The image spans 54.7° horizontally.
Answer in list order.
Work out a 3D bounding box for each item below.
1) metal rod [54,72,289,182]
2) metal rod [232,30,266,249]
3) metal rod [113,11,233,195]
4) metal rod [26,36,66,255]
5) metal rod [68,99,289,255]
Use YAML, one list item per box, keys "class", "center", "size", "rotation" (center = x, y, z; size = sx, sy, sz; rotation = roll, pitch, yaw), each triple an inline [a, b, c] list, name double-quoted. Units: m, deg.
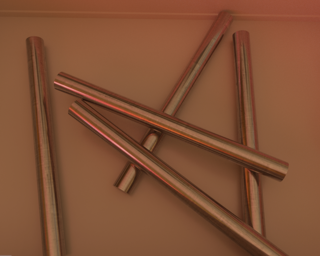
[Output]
- class: "metal rod"
  center: [0.007, -0.005, 0.383]
  size: [0.301, 0.025, 0.025]
  rotation: [22, 72, 7]
- class: "metal rod"
  center: [0.116, 0.002, 0.410]
  size: [0.025, 0.025, 0.299]
  rotation: [2, 70, 0]
- class: "metal rod"
  center: [0.026, -0.046, 0.426]
  size: [0.025, 0.025, 0.300]
  rotation: [28, 72, 9]
- class: "metal rod"
  center: [-0.152, 0.011, 0.403]
  size: [0.025, 0.025, 0.299]
  rotation: [-11, 70, -5]
- class: "metal rod"
  center: [0.013, 0.060, 0.360]
  size: [0.300, 0.025, 0.025]
  rotation: [36, 74, 12]
